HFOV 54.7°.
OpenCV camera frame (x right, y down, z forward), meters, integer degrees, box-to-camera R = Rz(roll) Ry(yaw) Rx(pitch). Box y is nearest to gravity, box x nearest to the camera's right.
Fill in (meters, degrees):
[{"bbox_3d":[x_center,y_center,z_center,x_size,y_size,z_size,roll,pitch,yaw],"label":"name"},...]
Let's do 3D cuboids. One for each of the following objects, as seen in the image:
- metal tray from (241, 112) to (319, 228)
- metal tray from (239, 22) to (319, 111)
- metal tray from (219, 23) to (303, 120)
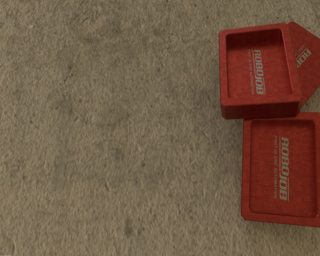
[{"bbox_3d":[0.145,0.047,0.370,0.090,0.030,0.129,1,76,16],"label":"metal tray"},{"bbox_3d":[0.180,-0.080,0.437,0.090,0.030,0.130,41,75,13],"label":"metal tray"},{"bbox_3d":[0.123,-0.075,0.395,0.090,0.030,0.130,-3,57,13],"label":"metal tray"}]
